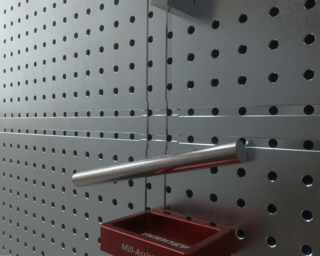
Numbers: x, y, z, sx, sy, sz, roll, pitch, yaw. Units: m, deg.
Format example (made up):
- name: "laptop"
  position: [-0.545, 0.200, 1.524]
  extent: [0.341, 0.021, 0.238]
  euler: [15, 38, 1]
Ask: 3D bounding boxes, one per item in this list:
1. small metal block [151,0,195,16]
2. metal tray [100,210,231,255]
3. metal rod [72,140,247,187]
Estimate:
- name: "small metal block"
  position: [0.019, -0.169, 0.377]
  extent: [0.025, 0.050, 0.050]
  euler: [18, 102, 38]
- name: "metal tray"
  position: [0.005, 0.131, 0.362]
  extent: [0.130, 0.091, 0.030]
  euler: [1, 91, 40]
- name: "metal rod"
  position: [-0.025, 0.057, 0.429]
  extent: [0.300, 0.025, 0.025]
  euler: [-15, 80, 39]
